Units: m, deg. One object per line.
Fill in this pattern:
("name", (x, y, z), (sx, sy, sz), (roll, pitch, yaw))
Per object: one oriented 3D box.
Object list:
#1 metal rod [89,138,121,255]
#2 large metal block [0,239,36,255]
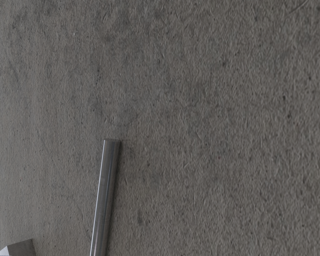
("metal rod", (-0.093, 0.164, 0.481), (0.025, 0.025, 0.298), (14, 99, 39))
("large metal block", (-0.292, 0.283, 0.630), (0.080, 0.050, 0.080), (-38, 67, 33))
